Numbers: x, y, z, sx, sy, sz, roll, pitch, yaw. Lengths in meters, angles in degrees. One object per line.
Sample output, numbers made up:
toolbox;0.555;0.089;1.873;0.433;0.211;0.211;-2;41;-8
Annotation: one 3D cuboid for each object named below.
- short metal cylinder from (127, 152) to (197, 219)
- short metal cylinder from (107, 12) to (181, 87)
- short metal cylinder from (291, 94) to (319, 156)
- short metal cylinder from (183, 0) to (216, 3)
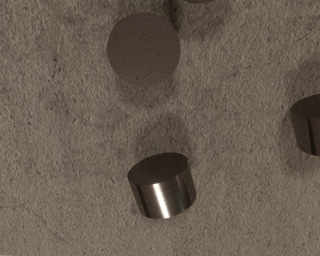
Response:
short metal cylinder;0.003;0.073;0.408;0.080;0.080;0.050;-15;110;5
short metal cylinder;-0.018;-0.093;0.362;0.081;0.050;0.079;0;110;-1
short metal cylinder;0.208;-0.007;0.381;0.080;0.080;0.050;-16;110;5
short metal cylinder;0.045;-0.177;0.332;0.081;0.050;0.079;0;110;-1
